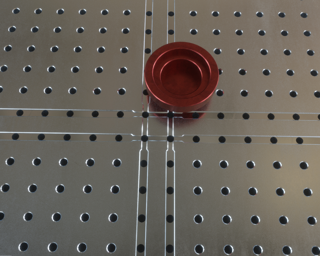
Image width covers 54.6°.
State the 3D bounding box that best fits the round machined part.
[{"bbox_3d":[0.028,-0.066,0.427,0.099,0.042,0.098,0,70,0],"label":"round machined part"}]
